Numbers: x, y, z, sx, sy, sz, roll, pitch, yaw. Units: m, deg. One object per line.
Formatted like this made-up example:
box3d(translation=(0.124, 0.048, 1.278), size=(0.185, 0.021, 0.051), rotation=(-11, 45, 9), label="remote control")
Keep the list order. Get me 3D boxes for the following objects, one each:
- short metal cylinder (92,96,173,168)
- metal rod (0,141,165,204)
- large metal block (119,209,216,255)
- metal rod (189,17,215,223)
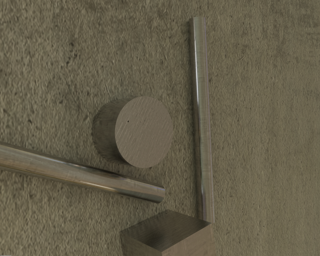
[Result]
box3d(translation=(-0.031, 0.004, 0.362), size=(0.081, 0.050, 0.079), rotation=(0, 90, -40), label="short metal cylinder")
box3d(translation=(-0.112, 0.039, 0.310), size=(0.302, 0.025, 0.025), rotation=(23, 76, -38), label="metal rod")
box3d(translation=(0.010, 0.145, 0.377), size=(0.081, 0.080, 0.050), rotation=(-13, 99, -39), label="large metal block")
box3d(translation=(0.062, -0.009, 0.456), size=(0.025, 0.025, 0.298), rotation=(-5, 94, -40), label="metal rod")
